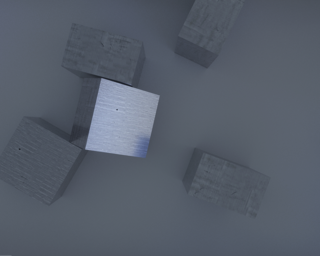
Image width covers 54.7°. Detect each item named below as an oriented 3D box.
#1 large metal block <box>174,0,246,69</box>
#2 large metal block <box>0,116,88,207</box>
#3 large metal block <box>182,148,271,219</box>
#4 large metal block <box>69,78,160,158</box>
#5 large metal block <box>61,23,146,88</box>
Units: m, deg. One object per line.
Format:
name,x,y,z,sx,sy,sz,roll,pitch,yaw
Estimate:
large metal block,0.060,-0.128,0.385,0.050,0.080,0.080,26,90,-1
large metal block,-0.149,0.040,0.397,0.080,0.050,0.080,30,90,-1
large metal block,0.077,0.064,0.385,0.080,0.080,0.050,20,90,-1
large metal block,-0.055,-0.012,0.379,0.081,0.050,0.080,13,90,-36
large metal block,-0.065,-0.083,0.383,0.080,0.080,0.050,15,90,-1
